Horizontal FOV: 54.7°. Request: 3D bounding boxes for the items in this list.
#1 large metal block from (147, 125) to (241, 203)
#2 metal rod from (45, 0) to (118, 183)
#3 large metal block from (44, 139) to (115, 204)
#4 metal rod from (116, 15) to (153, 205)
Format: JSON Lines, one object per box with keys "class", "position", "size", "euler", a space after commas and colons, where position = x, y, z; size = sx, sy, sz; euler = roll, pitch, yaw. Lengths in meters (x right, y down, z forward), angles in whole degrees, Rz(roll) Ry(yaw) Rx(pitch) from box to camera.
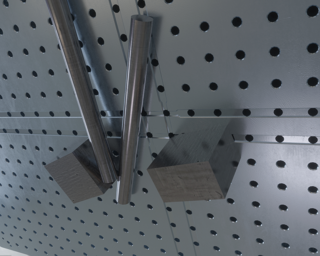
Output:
{"class": "large metal block", "position": [0.044, 0.043, 0.379], "size": [0.080, 0.080, 0.050], "euler": [-12, 112, 33]}
{"class": "metal rod", "position": [-0.105, -0.057, 0.419], "size": [0.025, 0.025, 0.298], "euler": [0, 115, 28]}
{"class": "large metal block", "position": [-0.126, 0.069, 0.504], "size": [0.080, 0.050, 0.080], "euler": [-24, 106, 36]}
{"class": "metal rod", "position": [-0.040, -0.002, 0.430], "size": [0.025, 0.025, 0.298], "euler": [21, 126, 16]}
